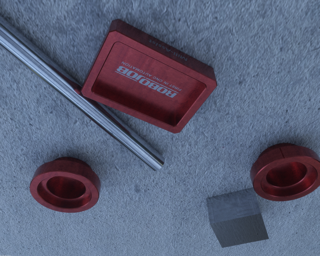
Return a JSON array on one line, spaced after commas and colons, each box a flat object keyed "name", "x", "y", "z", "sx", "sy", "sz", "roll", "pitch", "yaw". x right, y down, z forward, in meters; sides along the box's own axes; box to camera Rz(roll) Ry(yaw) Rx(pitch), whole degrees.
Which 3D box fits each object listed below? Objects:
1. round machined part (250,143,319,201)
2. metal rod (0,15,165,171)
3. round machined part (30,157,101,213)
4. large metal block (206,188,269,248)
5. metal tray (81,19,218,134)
[{"name": "round machined part", "x": 0.180, "y": 0.060, "z": 0.449, "sx": 0.099, "sy": 0.042, "sz": 0.097, "roll": 0, "pitch": 130, "yaw": 0}, {"name": "metal rod", "x": -0.097, "y": -0.037, "z": 0.374, "sx": 0.025, "sy": 0.025, "sz": 0.300, "roll": -32, "pitch": 124, "yaw": 24}, {"name": "round machined part", "x": -0.138, "y": 0.081, "z": 0.464, "sx": 0.099, "sy": 0.042, "sz": 0.097, "roll": 0, "pitch": 130, "yaw": 0}, {"name": "large metal block", "x": 0.130, "y": 0.152, "z": 0.522, "sx": 0.080, "sy": 0.050, "sz": 0.080, "roll": -17, "pitch": 128, "yaw": 13}, {"name": "metal tray", "x": -0.013, "y": -0.053, "z": 0.358, "sx": 0.131, "sy": 0.030, "sz": 0.089, "roll": 23, "pitch": 126, "yaw": -19}]
